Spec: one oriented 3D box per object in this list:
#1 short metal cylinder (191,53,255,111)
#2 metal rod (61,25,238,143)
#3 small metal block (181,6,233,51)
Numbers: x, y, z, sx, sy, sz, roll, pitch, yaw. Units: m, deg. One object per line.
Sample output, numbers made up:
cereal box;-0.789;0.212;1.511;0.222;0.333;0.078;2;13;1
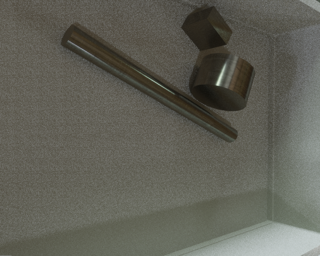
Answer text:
short metal cylinder;0.092;-0.065;0.450;0.080;0.080;0.050;31;71;-36
metal rod;0.010;-0.043;0.416;0.301;0.025;0.025;27;73;-37
small metal block;0.068;-0.143;0.449;0.050;0.050;0.025;41;65;-33
